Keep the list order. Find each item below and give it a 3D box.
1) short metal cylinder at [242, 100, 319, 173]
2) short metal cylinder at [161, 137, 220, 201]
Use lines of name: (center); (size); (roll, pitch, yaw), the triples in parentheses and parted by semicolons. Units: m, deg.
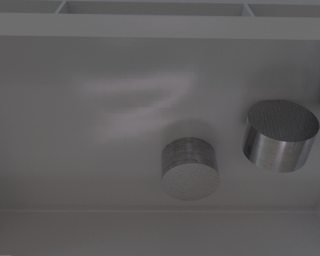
short metal cylinder: (0.146, 0.008, 0.381); (0.080, 0.080, 0.050); (-1, 130, 1)
short metal cylinder: (0.042, 0.059, 0.443); (0.081, 0.050, 0.079); (0, 130, 0)
